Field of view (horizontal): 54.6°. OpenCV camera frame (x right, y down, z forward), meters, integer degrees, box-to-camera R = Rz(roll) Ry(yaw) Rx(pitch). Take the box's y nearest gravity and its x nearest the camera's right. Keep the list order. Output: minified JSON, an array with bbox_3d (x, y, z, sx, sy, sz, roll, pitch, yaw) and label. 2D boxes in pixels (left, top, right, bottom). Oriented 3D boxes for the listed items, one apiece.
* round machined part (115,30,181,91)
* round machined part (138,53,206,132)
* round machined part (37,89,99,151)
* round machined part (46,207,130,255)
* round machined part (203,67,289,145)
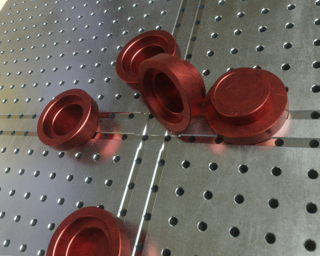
[{"bbox_3d":[-0.014,-0.096,0.465,0.098,0.042,0.098,-13,56,21],"label":"round machined part"},{"bbox_3d":[0.019,-0.048,0.389,0.042,0.097,0.098,-32,46,-27],"label":"round machined part"},{"bbox_3d":[-0.135,-0.009,0.475,0.098,0.042,0.098,-13,56,21],"label":"round machined part"},{"bbox_3d":[-0.076,0.143,0.351,0.098,0.042,0.098,-13,56,21],"label":"round machined part"},{"bbox_3d":[0.098,-0.033,0.367,0.098,0.042,0.098,-13,56,21],"label":"round machined part"}]
